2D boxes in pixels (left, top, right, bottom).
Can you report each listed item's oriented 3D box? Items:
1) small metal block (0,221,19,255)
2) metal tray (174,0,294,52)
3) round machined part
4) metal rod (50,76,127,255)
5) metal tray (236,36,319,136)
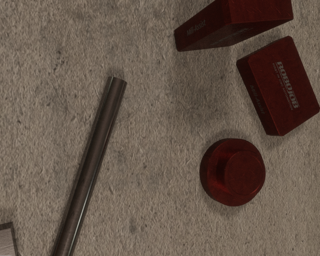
[{"bbox_3d":[-0.187,0.137,0.341,0.050,0.025,0.050,-9,93,-20],"label":"small metal block"},{"bbox_3d":[0.084,-0.128,0.385,0.091,0.130,0.030,-11,94,-20],"label":"metal tray"},{"bbox_3d":[0.110,0.064,0.442,0.099,0.042,0.097,0,90,-21],"label":"round machined part"},{"bbox_3d":[-0.096,0.082,0.374,0.025,0.025,0.299,19,84,-20],"label":"metal rod"},{"bbox_3d":[0.183,-0.063,0.476,0.091,0.030,0.129,-29,100,-18],"label":"metal tray"}]
